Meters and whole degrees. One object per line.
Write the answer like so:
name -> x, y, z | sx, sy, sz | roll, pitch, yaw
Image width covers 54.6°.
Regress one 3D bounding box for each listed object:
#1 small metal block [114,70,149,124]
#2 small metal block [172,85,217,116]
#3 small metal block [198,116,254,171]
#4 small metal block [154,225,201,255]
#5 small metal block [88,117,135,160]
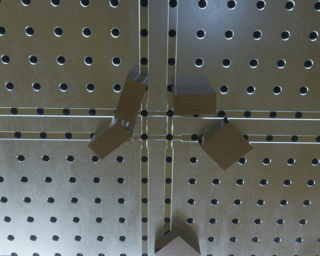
small metal block -> -0.034, -0.040, 0.385 | 0.025, 0.050, 0.050 | 18, 109, -6
small metal block -> 0.041, -0.036, 0.387 | 0.050, 0.050, 0.025 | -2, 110, 1
small metal block -> 0.089, 0.021, 0.422 | 0.050, 0.025, 0.050 | -41, 105, 13
small metal block -> 0.027, 0.188, 0.483 | 0.050, 0.025, 0.050 | -42, 105, 14
small metal block -> -0.061, 0.007, 0.402 | 0.050, 0.050, 0.025 | -38, 106, 13
